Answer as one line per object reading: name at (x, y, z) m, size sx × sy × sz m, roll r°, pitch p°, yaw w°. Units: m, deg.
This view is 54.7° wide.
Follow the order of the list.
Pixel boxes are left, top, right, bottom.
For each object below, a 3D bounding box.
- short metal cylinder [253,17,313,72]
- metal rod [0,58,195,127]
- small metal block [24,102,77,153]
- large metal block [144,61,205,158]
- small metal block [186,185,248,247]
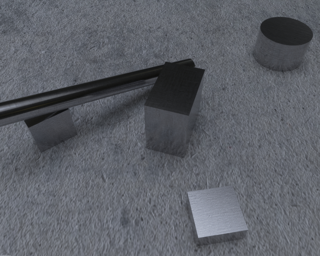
short metal cylinder at (0.198, -0.137, 0.505) m, size 0.081 × 0.050 × 0.080 m, roll 0°, pitch 50°, yaw 0°
metal rod at (-0.068, -0.052, 0.399) m, size 0.302 × 0.025 × 0.025 m, roll -21°, pitch 52°, yaw -35°
small metal block at (-0.137, -0.003, 0.388) m, size 0.050 × 0.050 × 0.025 m, roll -29°, pitch 56°, yaw -23°
large metal block at (0.019, -0.022, 0.387) m, size 0.050 × 0.080 × 0.080 m, roll 14°, pitch 51°, yaw 11°
small metal block at (0.058, 0.092, 0.327) m, size 0.050 × 0.025 × 0.050 m, roll -7°, pitch 50°, yaw -6°
